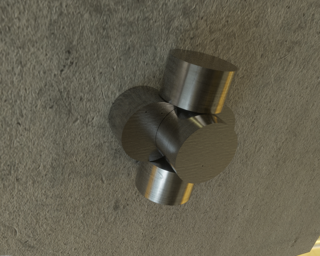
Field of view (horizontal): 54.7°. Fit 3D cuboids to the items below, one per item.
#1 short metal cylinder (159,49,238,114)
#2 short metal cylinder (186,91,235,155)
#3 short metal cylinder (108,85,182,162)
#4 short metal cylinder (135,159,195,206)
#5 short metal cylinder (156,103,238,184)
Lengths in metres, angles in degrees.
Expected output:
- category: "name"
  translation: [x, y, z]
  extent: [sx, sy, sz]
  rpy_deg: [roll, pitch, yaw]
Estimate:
- category: "short metal cylinder"
  translation: [0.044, -0.057, 0.364]
  extent: [0.081, 0.080, 0.050]
  rpy_deg: [0, 119, -29]
- category: "short metal cylinder"
  translation: [0.053, -0.007, 0.419]
  extent: [0.081, 0.050, 0.079]
  rpy_deg: [-14, 125, -21]
- category: "short metal cylinder"
  translation: [-0.017, -0.006, 0.380]
  extent: [0.081, 0.050, 0.079]
  rpy_deg: [-14, 125, -21]
- category: "short metal cylinder"
  translation: [0.011, 0.058, 0.417]
  extent: [0.081, 0.080, 0.050]
  rpy_deg: [0, 118, -29]
- category: "short metal cylinder"
  translation: [0.042, 0.018, 0.362]
  extent: [0.081, 0.050, 0.079]
  rpy_deg: [-14, 125, -21]
